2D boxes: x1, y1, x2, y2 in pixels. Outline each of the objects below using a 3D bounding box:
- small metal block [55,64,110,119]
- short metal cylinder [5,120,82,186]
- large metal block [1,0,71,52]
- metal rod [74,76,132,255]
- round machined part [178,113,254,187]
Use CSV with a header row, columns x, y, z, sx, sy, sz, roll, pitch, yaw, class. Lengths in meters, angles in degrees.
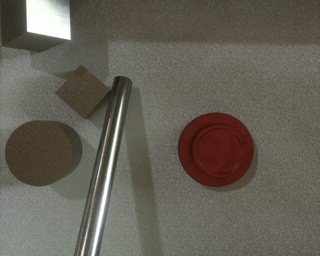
x,y,z,sx,sy,sz,roll,pitch,yaw,class
-0.100,-0.047,0.410,0.050,0.025,0.050,42,90,-1,small metal block
-0.146,0.030,0.397,0.081,0.050,0.079,0,90,-1,short metal cylinder
-0.153,-0.143,0.376,0.050,0.080,0.079,-2,90,-45,large metal block
-0.067,0.071,0.345,0.025,0.025,0.299,8,63,0,metal rod
0.074,0.029,0.404,0.099,0.042,0.097,0,90,-1,round machined part
